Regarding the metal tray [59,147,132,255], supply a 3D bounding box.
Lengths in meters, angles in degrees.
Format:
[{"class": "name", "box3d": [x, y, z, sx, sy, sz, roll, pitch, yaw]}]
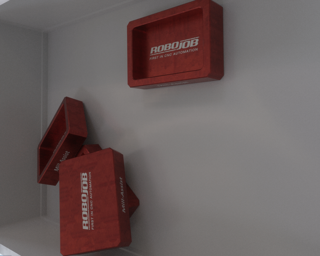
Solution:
[{"class": "metal tray", "box3d": [-0.092, 0.101, 0.426, 0.090, 0.030, 0.130, -16, 66, 17]}]

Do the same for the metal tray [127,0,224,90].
[{"class": "metal tray", "box3d": [0.015, -0.100, 0.391, 0.130, 0.030, 0.089, -1, 89, 40]}]

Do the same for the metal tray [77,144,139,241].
[{"class": "metal tray", "box3d": [-0.097, 0.099, 0.483, 0.130, 0.030, 0.089, 48, 118, 29]}]

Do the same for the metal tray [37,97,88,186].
[{"class": "metal tray", "box3d": [-0.168, 0.023, 0.522, 0.129, 0.030, 0.090, -52, 39, 27]}]
